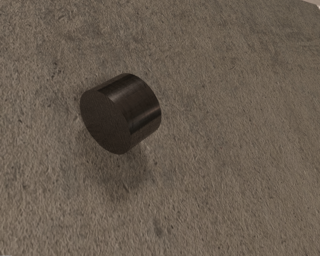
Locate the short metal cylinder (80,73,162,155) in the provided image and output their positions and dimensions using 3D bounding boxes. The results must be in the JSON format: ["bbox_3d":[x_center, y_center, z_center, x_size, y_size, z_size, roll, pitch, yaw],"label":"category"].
[{"bbox_3d":[-0.045,-0.016,0.355,0.080,0.080,0.050,49,51,6],"label":"short metal cylinder"}]
